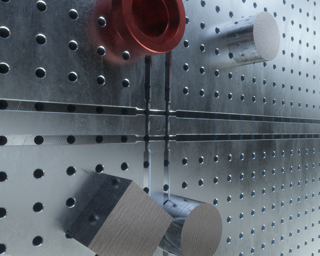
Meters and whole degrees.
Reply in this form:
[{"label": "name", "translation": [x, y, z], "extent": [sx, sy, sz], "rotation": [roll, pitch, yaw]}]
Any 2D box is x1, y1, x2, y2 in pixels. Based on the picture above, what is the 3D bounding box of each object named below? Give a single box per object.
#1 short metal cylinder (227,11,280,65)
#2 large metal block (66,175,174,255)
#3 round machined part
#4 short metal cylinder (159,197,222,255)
[{"label": "short metal cylinder", "translation": [0.160, -0.150, 0.526], "extent": [0.081, 0.050, 0.080], "rotation": [0, 90, -40]}, {"label": "large metal block", "translation": [-0.043, 0.113, 0.357], "extent": [0.080, 0.050, 0.080], "rotation": [49, 61, -29]}, {"label": "round machined part", "translation": [-0.018, -0.138, 0.383], "extent": [0.099, 0.042, 0.097], "rotation": [0, 90, -40]}, {"label": "short metal cylinder", "translation": [0.040, 0.139, 0.427], "extent": [0.081, 0.050, 0.080], "rotation": [0, 90, -40]}]
